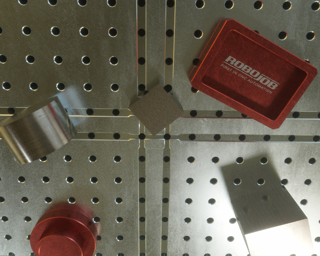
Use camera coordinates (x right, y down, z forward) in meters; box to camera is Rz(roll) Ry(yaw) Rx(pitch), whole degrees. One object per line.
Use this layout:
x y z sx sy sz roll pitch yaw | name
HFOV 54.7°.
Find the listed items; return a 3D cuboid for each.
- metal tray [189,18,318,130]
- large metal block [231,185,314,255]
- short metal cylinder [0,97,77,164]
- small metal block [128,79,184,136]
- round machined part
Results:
0.114 -0.066 0.388 0.131 0.030 0.089 26 108 -10 | metal tray
0.154 0.132 0.435 0.080 0.080 0.050 -17 110 6 | large metal block
-0.151 0.001 0.382 0.080 0.080 0.050 -22 109 7 | short metal cylinder
-0.004 -0.026 0.404 0.050 0.025 0.050 -37 106 12 | small metal block
-0.147 0.175 0.467 0.099 0.042 0.097 0 110 -1 | round machined part
